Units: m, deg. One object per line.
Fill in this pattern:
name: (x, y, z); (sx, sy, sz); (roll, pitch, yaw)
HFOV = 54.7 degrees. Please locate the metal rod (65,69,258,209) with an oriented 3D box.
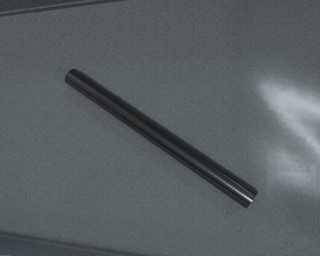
metal rod: (-0.010, 0.005, 0.411); (0.300, 0.025, 0.025); (34, 101, 16)
